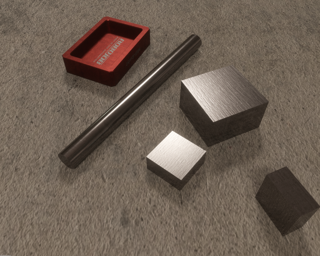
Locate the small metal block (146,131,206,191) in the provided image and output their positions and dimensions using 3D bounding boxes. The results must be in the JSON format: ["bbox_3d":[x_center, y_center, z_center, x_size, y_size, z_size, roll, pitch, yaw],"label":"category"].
[{"bbox_3d":[0.019,0.038,0.371,0.050,0.025,0.050,32,57,23],"label":"small metal block"}]

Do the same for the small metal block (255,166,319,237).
[{"bbox_3d":[0.131,0.077,0.324,0.025,0.050,0.050,-19,53,-15],"label":"small metal block"}]

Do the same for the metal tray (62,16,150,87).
[{"bbox_3d":[-0.083,-0.129,0.507,0.090,0.030,0.130,20,52,15],"label":"metal tray"}]

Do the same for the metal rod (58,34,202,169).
[{"bbox_3d":[-0.026,-0.054,0.448,0.025,0.025,0.301,28,55,21],"label":"metal rod"}]

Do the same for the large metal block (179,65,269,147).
[{"bbox_3d":[0.082,-0.032,0.415,0.081,0.050,0.080,-20,53,-16],"label":"large metal block"}]
